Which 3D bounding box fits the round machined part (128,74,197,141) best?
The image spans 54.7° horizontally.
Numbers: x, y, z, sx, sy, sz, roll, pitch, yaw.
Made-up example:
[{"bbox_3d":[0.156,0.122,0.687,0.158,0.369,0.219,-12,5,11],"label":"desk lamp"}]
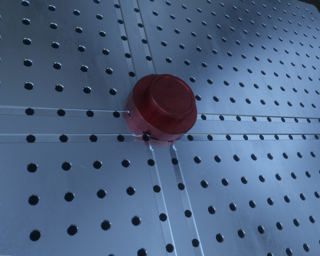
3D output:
[{"bbox_3d":[0.009,-0.035,0.425,0.099,0.042,0.098,14,56,-21],"label":"round machined part"}]
